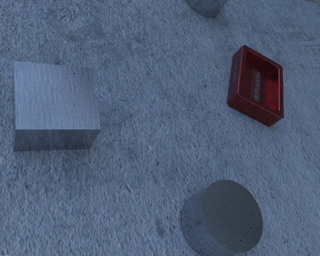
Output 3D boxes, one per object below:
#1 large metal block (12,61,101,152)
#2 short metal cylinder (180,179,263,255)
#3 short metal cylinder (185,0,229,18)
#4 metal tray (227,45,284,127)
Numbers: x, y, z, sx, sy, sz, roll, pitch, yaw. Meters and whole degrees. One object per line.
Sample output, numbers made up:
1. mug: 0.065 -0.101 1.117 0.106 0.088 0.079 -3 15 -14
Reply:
1. large metal block: -0.116 -0.022 0.339 0.081 0.050 0.080 0 62 -28
2. short metal cylinder: 0.071 0.106 0.361 0.081 0.050 0.080 14 56 -21
3. short metal cylinder: 0.093 -0.261 0.597 0.081 0.050 0.080 14 56 -21
4. metal tray: 0.168 -0.075 0.536 0.090 0.030 0.130 25 53 -13
